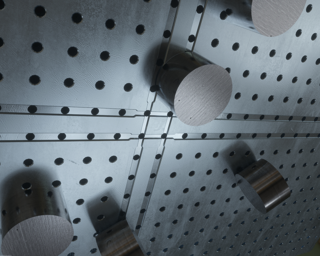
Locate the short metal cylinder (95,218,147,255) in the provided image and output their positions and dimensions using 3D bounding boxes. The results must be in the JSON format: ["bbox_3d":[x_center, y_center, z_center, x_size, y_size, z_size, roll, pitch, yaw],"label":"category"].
[{"bbox_3d":[-0.054,0.181,0.459,0.050,0.080,0.080,-29,128,-10],"label":"short metal cylinder"}]

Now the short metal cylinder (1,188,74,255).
[{"bbox_3d":[-0.154,0.122,0.386,0.081,0.050,0.079,-14,124,-21],"label":"short metal cylinder"}]

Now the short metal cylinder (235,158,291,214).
[{"bbox_3d":[0.175,0.099,0.533,0.050,0.080,0.080,-32,129,-7],"label":"short metal cylinder"}]

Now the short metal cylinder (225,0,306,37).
[{"bbox_3d":[0.125,-0.155,0.368,0.081,0.050,0.079,-14,124,-21],"label":"short metal cylinder"}]

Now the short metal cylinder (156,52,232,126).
[{"bbox_3d":[0.042,-0.049,0.387,0.081,0.050,0.079,-14,124,-21],"label":"short metal cylinder"}]
